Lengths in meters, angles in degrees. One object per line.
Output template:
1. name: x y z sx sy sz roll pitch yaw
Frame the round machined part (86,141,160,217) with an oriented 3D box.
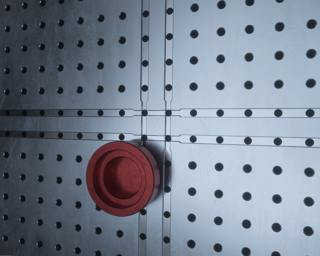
1. round machined part: -0.046 0.066 0.419 0.098 0.042 0.097 0 90 19
